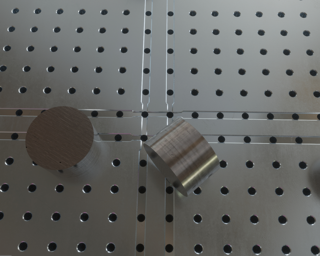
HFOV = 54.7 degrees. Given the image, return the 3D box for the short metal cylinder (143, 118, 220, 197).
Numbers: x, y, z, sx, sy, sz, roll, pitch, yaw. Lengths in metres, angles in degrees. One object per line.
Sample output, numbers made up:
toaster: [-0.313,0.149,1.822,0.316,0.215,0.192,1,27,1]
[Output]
short metal cylinder: [0.025,0.035,0.370,0.050,0.080,0.080,-38,75,-13]

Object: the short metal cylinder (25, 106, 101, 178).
short metal cylinder: [-0.119,0.019,0.391,0.081,0.050,0.080,0,70,0]
